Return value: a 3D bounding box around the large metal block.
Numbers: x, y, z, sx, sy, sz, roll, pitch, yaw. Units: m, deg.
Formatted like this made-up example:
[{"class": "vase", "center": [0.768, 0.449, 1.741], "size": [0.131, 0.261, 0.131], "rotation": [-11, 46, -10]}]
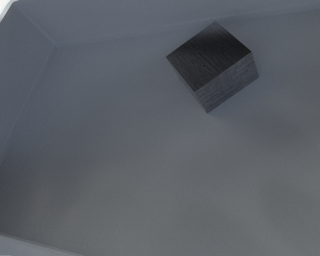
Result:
[{"class": "large metal block", "center": [0.067, -0.080, 0.404], "size": [0.080, 0.050, 0.080], "rotation": [-35, 51, 5]}]
